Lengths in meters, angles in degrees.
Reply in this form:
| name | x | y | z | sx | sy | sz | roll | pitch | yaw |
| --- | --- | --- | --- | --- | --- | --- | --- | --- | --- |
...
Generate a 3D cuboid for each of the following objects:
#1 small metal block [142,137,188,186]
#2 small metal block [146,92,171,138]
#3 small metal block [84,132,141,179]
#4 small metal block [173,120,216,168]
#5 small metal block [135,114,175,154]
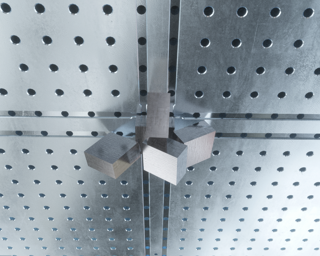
| name | x | y | z | sx | sy | sz | roll | pitch | yaw |
| --- | --- | --- | --- | --- | --- | --- | --- | --- | --- |
| small metal block | 0.006 | 0.039 | 0.396 | 0.050 | 0.025 | 0.050 | 22 | 135 | 25 |
| small metal block | -0.003 | -0.016 | 0.368 | 0.025 | 0.050 | 0.050 | 3 | 94 | -1 |
| small metal block | -0.062 | 0.035 | 0.411 | 0.050 | 0.050 | 0.025 | 18 | 131 | 31 |
| small metal block | 0.044 | 0.023 | 0.417 | 0.050 | 0.025 | 0.050 | -19 | 135 | -25 |
| small metal block | -0.007 | 0.009 | 0.420 | 0.050 | 0.025 | 0.050 | 2 | 130 | -2 |
